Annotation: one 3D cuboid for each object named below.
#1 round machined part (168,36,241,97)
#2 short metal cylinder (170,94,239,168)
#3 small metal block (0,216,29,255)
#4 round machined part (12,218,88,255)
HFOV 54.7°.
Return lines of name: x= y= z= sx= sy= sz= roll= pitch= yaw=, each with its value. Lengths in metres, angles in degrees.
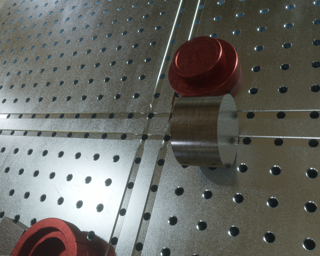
round machined part: x=0.056 y=-0.085 z=0.421 sx=0.098 sy=0.042 sz=0.098 roll=-13 pitch=56 yaw=21
short metal cylinder: x=0.052 y=0.003 z=0.344 sx=0.050 sy=0.080 sz=0.080 roll=0 pitch=62 yaw=28
small metal block: x=-0.202 y=0.155 z=0.419 sx=0.050 sy=0.025 sz=0.050 roll=14 pitch=69 yaw=34
round machined part: x=-0.126 y=0.160 z=0.366 sx=0.098 sy=0.042 sz=0.098 roll=-13 pitch=56 yaw=21
